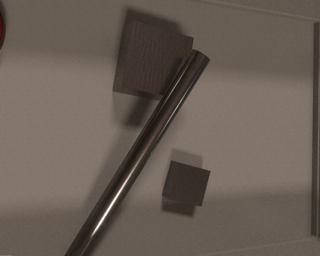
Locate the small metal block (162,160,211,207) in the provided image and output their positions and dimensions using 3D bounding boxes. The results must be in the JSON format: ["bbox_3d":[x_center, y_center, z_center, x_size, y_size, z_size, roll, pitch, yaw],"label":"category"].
[{"bbox_3d":[0.036,0.076,0.425,0.050,0.025,0.050,17,84,-20],"label":"small metal block"}]

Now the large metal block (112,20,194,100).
[{"bbox_3d":[-0.010,-0.080,0.394,0.081,0.050,0.080,10,87,-20],"label":"large metal block"}]

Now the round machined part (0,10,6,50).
[{"bbox_3d":[-0.217,-0.111,0.321,0.099,0.042,0.097,0,90,-21],"label":"round machined part"}]

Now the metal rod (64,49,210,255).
[{"bbox_3d":[-0.031,0.042,0.367,0.025,0.025,0.299,31,92,-18],"label":"metal rod"}]
